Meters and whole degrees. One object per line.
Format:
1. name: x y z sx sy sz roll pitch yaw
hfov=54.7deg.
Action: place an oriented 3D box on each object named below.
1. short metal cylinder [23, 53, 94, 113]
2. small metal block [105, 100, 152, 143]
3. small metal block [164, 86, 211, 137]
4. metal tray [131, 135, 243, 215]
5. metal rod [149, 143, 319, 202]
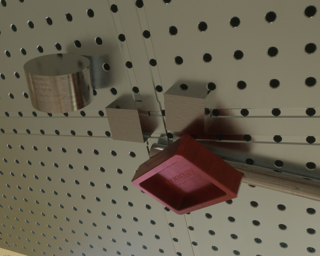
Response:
1. short metal cylinder: -0.130 -0.060 0.405 0.080 0.080 0.050 15 124 20
2. small metal block: -0.042 -0.009 0.426 0.050 0.025 0.050 5 121 25
3. small metal block: 0.034 -0.021 0.379 0.050 0.025 0.050 10 123 22
4. metal tray: 0.030 0.067 0.402 0.090 0.030 0.129 36 143 -11
5. metal rod: 0.128 0.061 0.380 0.301 0.025 0.025 12 123 21
